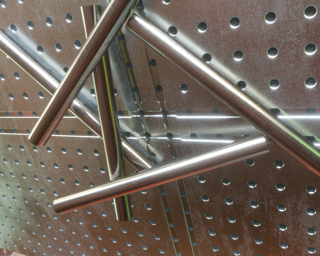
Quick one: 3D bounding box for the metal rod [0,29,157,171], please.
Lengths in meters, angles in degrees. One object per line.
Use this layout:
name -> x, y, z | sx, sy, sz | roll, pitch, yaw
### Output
metal rod -> -0.124, -0.035, 0.452 | 0.300, 0.025, 0.025 | 41, 129, -1

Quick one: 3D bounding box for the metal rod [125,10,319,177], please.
metal rod -> 0.087, -0.030, 0.345 | 0.300, 0.025, 0.025 | 38, 129, 2

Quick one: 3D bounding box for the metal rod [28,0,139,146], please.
metal rod -> -0.080, -0.085, 0.358 | 0.025, 0.025, 0.299 | 41, 116, 0

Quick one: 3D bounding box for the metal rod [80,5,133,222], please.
metal rod -> -0.067, -0.005, 0.416 | 0.025, 0.025, 0.298 | 5, 113, 25

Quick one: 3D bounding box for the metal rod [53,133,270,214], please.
metal rod -> -0.012, 0.065, 0.404 | 0.300, 0.025, 0.025 | -20, 109, 18
